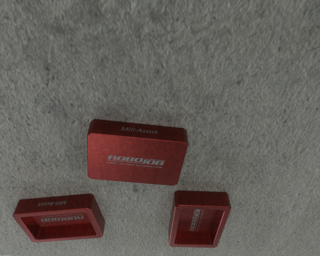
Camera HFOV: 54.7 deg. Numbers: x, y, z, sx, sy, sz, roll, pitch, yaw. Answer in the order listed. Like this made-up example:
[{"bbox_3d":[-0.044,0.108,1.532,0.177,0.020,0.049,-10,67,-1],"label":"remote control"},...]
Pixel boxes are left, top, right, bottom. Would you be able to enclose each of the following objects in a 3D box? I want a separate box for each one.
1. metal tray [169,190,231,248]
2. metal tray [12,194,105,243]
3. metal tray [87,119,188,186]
[{"bbox_3d":[0.065,0.163,0.543,0.091,0.030,0.129,3,130,-3],"label":"metal tray"},{"bbox_3d":[-0.170,0.157,0.535,0.131,0.030,0.089,-6,130,4],"label":"metal tray"},{"bbox_3d":[-0.033,0.037,0.435,0.131,0.030,0.089,6,130,-6],"label":"metal tray"}]
